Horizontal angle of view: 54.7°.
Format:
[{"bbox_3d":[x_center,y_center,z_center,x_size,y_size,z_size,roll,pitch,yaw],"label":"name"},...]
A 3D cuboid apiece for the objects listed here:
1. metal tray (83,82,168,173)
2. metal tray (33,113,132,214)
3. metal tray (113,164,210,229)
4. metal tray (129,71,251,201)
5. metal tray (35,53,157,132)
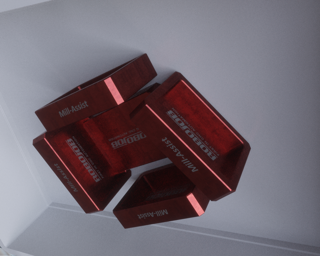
[{"bbox_3d":[-0.033,0.004,0.420,0.130,0.030,0.090,-21,107,35],"label":"metal tray"},{"bbox_3d":[-0.106,0.045,0.445,0.030,0.090,0.130,-23,106,36],"label":"metal tray"},{"bbox_3d":[0.010,0.083,0.409,0.130,0.090,0.030,-22,107,36],"label":"metal tray"},{"bbox_3d":[0.039,0.006,0.347,0.130,0.090,0.030,45,130,-4],"label":"metal tray"},{"bbox_3d":[-0.078,-0.042,0.377,0.130,0.090,0.030,-17,110,34],"label":"metal tray"}]
